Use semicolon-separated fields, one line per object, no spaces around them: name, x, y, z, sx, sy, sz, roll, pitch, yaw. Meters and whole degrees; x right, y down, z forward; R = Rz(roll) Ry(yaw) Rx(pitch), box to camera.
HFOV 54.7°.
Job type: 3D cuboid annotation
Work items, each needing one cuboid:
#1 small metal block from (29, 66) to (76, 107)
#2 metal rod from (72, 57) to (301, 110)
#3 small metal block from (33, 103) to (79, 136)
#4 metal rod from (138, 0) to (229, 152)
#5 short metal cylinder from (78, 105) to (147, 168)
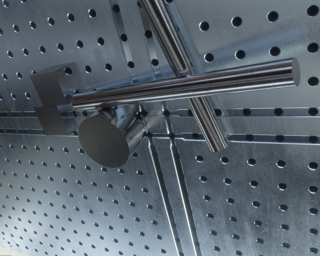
small metal block;-0.155;-0.060;0.456;0.050;0.025;0.050;-3;117;29
metal rod;-0.001;-0.043;0.356;0.300;0.025;0.025;-2;118;39
small metal block;-0.162;-0.016;0.487;0.050;0.025;0.050;-1;118;29
metal rod;0.008;-0.104;0.342;0.025;0.025;0.299;-16;111;34
short metal cylinder;-0.066;0.009;0.435;0.080;0.050;0.079;13;124;21
